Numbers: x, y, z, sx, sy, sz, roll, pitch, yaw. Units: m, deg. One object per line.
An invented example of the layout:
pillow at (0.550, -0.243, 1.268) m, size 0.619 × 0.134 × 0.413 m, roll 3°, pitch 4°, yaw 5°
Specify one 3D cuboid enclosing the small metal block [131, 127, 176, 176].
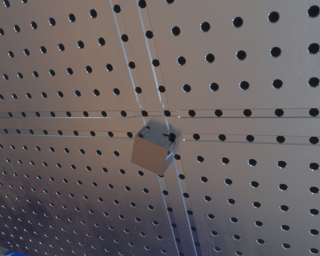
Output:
small metal block at (-0.010, 0.033, 0.438) m, size 0.050 × 0.025 × 0.050 m, roll 23°, pitch 127°, yaw 14°
